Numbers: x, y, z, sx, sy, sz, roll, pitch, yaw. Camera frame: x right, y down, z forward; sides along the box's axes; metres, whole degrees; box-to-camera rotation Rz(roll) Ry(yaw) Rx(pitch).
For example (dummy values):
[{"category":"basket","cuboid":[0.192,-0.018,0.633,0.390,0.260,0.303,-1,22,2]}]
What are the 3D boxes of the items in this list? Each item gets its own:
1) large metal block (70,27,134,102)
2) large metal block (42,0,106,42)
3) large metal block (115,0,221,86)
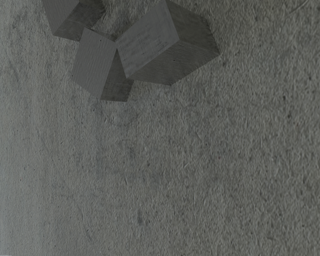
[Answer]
[{"category":"large metal block","cuboid":[-0.080,-0.092,0.455,0.080,0.050,0.079,34,111,34]},{"category":"large metal block","cuboid":[-0.143,-0.203,0.507,0.080,0.050,0.080,-33,70,35]},{"category":"large metal block","cuboid":[0.009,-0.094,0.362,0.080,0.081,0.050,-28,73,36]}]
